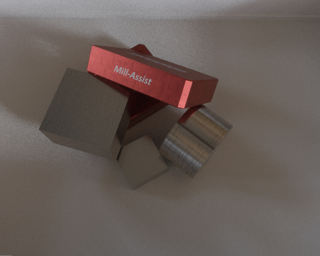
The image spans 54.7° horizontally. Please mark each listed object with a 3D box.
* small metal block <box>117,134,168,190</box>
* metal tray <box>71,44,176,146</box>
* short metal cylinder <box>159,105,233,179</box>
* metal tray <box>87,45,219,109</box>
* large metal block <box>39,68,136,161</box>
[{"bbox_3d":[-0.024,0.043,0.392,0.050,0.025,0.050,-27,73,-10],"label":"small metal block"},{"bbox_3d":[-0.054,-0.047,0.421,0.131,0.030,0.090,-32,74,-12],"label":"metal tray"},{"bbox_3d":[0.044,0.015,0.375,0.050,0.080,0.080,38,74,12],"label":"short metal cylinder"},{"bbox_3d":[-0.008,-0.063,0.365,0.130,0.091,0.030,24,110,23],"label":"metal tray"},{"bbox_3d":[-0.080,-0.015,0.365,0.080,0.050,0.080,16,71,5],"label":"large metal block"}]
